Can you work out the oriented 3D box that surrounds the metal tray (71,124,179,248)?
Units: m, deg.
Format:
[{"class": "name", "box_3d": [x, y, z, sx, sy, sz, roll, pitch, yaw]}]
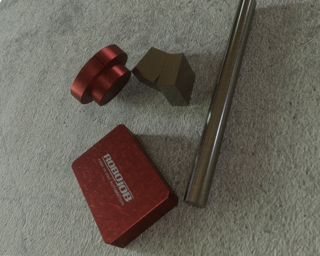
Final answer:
[{"class": "metal tray", "box_3d": [-0.048, 0.067, 0.384, 0.090, 0.030, 0.130, -39, 51, 1]}]

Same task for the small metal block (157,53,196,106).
[{"class": "small metal block", "box_3d": [0.023, -0.063, 0.413, 0.025, 0.050, 0.050, 1, 62, 28]}]

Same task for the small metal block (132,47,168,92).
[{"class": "small metal block", "box_3d": [-0.005, -0.087, 0.459, 0.050, 0.025, 0.050, 32, 79, 37]}]

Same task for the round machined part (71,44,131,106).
[{"class": "round machined part", "box_3d": [-0.080, -0.070, 0.453, 0.042, 0.098, 0.098, 42, 84, 1]}]

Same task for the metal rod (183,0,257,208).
[{"class": "metal rod", "box_3d": [0.082, -0.049, 0.390, 0.025, 0.025, 0.300, 5, 64, 30]}]
